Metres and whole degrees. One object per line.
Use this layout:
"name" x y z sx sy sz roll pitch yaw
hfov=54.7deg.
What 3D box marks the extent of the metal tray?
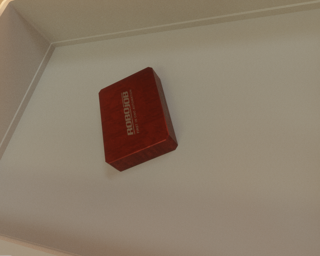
"metal tray" -0.034 -0.015 0.428 0.090 0.030 0.130 -23 53 13
